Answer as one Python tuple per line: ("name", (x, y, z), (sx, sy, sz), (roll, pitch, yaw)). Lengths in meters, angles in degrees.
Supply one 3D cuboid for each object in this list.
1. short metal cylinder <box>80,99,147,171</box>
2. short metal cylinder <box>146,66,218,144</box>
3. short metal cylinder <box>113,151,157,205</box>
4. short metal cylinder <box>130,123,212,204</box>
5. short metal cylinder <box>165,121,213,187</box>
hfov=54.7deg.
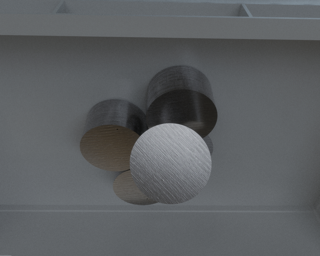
("short metal cylinder", (-0.057, 0.010, 0.398), (0.081, 0.050, 0.079), (0, 130, 0))
("short metal cylinder", (0.024, -0.026, 0.368), (0.081, 0.050, 0.079), (0, 130, 0))
("short metal cylinder", (-0.025, 0.067, 0.446), (0.081, 0.050, 0.079), (0, 130, 0))
("short metal cylinder", (0.013, 0.035, 0.328), (0.080, 0.050, 0.079), (0, 90, 6))
("short metal cylinder", (0.022, 0.033, 0.400), (0.081, 0.080, 0.050), (10, 129, -9))
